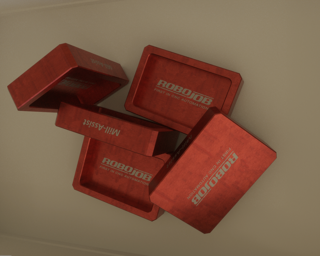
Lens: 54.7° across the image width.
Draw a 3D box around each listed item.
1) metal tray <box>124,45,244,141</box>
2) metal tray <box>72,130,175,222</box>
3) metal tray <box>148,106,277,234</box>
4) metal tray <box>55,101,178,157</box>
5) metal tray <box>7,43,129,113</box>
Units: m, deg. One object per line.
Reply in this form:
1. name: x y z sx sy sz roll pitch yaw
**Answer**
1. metal tray: 0.029 -0.043 0.395 0.130 0.030 0.089 22 97 18
2. metal tray: -0.048 0.059 0.420 0.130 0.030 0.089 17 96 18
3. metal tray: 0.059 0.052 0.364 0.090 0.030 0.130 34 103 -13
4. metal tray: -0.051 -0.001 0.390 0.130 0.090 0.030 17 96 19
5. metal tray: -0.107 -0.055 0.388 0.090 0.130 0.030 -31 80 18
